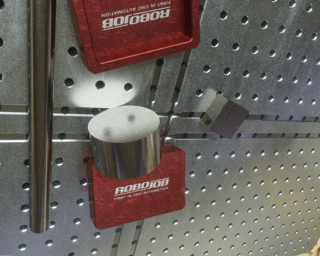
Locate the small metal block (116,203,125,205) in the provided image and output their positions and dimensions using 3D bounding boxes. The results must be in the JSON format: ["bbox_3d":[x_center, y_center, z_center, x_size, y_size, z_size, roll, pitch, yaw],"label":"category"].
[{"bbox_3d":[-0.045,0.088,0.441,0.050,0.025,0.050,-18,126,-18],"label":"small metal block"}]

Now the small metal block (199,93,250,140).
[{"bbox_3d":[0.094,-0.016,0.452,0.050,0.025,0.050,22,107,-36],"label":"small metal block"}]

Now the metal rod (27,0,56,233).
[{"bbox_3d":[-0.130,-0.003,0.338,0.025,0.025,0.298,-3,120,-27],"label":"metal rod"}]

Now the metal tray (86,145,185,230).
[{"bbox_3d":[-0.029,0.077,0.422,0.131,0.030,0.089,-7,103,-25],"label":"metal tray"}]

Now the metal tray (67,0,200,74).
[{"bbox_3d":[-0.023,-0.117,0.322,0.131,0.030,0.089,-19,126,-18],"label":"metal tray"}]

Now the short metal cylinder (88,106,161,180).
[{"bbox_3d":[-0.040,0.015,0.363,0.081,0.080,0.050,-15,125,-20],"label":"short metal cylinder"}]
